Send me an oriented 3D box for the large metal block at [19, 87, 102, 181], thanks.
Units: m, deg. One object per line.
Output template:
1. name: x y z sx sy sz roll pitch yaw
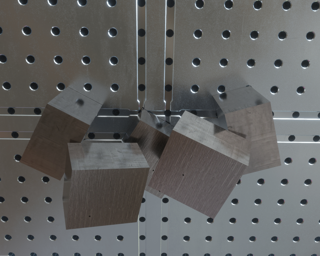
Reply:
1. large metal block: -0.119 0.004 0.383 0.050 0.080 0.080 28 107 -10

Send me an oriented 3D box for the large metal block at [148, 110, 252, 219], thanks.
1. large metal block: 0.043 0.040 0.341 0.080 0.050 0.079 26 122 6

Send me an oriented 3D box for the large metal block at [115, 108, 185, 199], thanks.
1. large metal block: -0.011 0.033 0.411 0.080 0.050 0.080 31 107 -11

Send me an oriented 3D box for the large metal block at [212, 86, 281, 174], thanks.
1. large metal block: 0.105 0.000 0.385 0.050 0.080 0.080 -15 110 5

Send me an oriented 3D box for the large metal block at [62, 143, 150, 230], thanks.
1. large metal block: -0.064 0.064 0.353 0.081 0.050 0.079 1 119 -23
